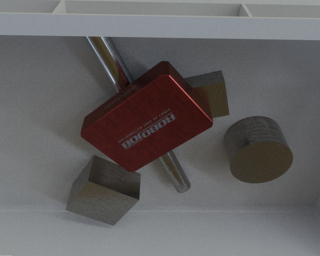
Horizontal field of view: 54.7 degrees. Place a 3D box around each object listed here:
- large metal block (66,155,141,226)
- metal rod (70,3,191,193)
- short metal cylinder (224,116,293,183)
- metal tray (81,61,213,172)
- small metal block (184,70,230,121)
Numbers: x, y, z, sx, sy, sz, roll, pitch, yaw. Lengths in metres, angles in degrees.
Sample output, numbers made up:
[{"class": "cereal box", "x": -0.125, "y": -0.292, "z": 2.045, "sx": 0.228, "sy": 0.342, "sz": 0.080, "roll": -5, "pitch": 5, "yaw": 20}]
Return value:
[{"class": "large metal block", "x": -0.086, "y": 0.097, "z": 0.475, "sx": 0.080, "sy": 0.050, "sz": 0.080, "roll": 26, "pitch": 125, "yaw": -21}, {"class": "metal rod", "x": -0.021, "y": -0.013, "z": 0.397, "sx": 0.025, "sy": 0.025, "sz": 0.299, "roll": -18, "pitch": 128, "yaw": 14}, {"class": "short metal cylinder", "x": 0.131, "y": 0.030, "z": 0.421, "sx": 0.081, "sy": 0.050, "sz": 0.079, "roll": 0, "pitch": 130, "yaw": 0}, {"class": "metal tray", "x": -0.016, "y": -0.007, "z": 0.365, "sx": 0.130, "sy": 0.030, "sz": 0.090, "roll": -32, "pitch": 124, "yaw": 23}, {"class": "small metal block", "x": 0.055, "y": -0.038, "z": 0.378, "sx": 0.050, "sy": 0.025, "sz": 0.050, "roll": -11, "pitch": 130, "yaw": 8}]
